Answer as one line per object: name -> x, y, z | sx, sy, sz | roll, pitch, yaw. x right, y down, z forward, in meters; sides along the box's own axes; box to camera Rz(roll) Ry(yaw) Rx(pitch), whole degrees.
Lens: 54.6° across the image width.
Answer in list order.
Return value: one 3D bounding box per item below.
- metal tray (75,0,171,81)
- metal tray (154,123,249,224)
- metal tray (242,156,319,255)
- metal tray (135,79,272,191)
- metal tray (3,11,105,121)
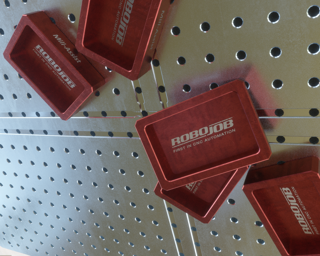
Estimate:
metal tray -> -0.042, -0.130, 0.350 | 0.090, 0.030, 0.129 | 29, 128, 9
metal tray -> 0.053, 0.063, 0.418 | 0.090, 0.030, 0.129 | 29, 128, 9
metal tray -> 0.172, 0.104, 0.381 | 0.090, 0.030, 0.130 | -22, 107, 36
metal tray -> 0.047, 0.009, 0.354 | 0.130, 0.030, 0.090 | -21, 94, 19
metal tray -> -0.150, -0.084, 0.436 | 0.130, 0.030, 0.090 | 48, 129, -6
